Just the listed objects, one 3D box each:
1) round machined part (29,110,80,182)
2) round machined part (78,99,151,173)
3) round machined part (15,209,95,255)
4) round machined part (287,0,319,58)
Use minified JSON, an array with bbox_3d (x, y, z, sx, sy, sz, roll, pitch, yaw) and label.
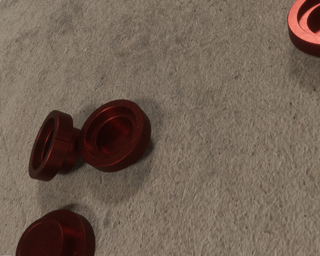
[{"bbox_3d":[-0.143,0.027,0.433,0.098,0.042,0.098,-32,47,43],"label":"round machined part"},{"bbox_3d":[-0.056,0.014,0.412,0.098,0.042,0.098,-13,56,20],"label":"round machined part"},{"bbox_3d":[-0.131,0.146,0.370,0.098,0.042,0.098,-13,56,20],"label":"round machined part"},{"bbox_3d":[0.203,-0.120,0.360,0.098,0.042,0.098,-13,56,20],"label":"round machined part"}]
